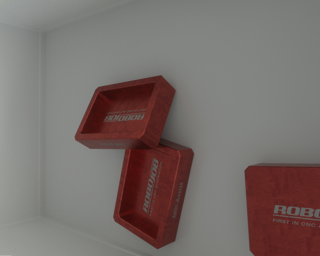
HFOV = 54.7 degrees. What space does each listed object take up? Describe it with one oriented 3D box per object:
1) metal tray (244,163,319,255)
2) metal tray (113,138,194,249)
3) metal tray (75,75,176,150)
[{"bbox_3d":[0.147,0.079,0.282,0.130,0.030,0.089,-5,87,39],"label":"metal tray"},{"bbox_3d":[-0.012,0.079,0.411,0.090,0.030,0.129,18,101,38],"label":"metal tray"},{"bbox_3d":[-0.049,-0.018,0.415,0.130,0.030,0.090,-3,59,39],"label":"metal tray"}]
